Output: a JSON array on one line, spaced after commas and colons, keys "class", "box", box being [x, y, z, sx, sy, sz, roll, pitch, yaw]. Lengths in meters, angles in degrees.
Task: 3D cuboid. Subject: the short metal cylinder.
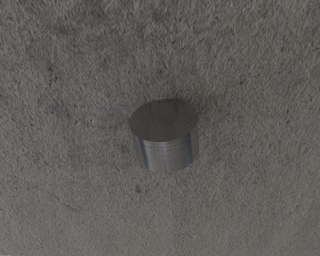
[{"class": "short metal cylinder", "box": [0.007, 0.008, 0.378, 0.080, 0.080, 0.050, -5, 130, 4]}]
